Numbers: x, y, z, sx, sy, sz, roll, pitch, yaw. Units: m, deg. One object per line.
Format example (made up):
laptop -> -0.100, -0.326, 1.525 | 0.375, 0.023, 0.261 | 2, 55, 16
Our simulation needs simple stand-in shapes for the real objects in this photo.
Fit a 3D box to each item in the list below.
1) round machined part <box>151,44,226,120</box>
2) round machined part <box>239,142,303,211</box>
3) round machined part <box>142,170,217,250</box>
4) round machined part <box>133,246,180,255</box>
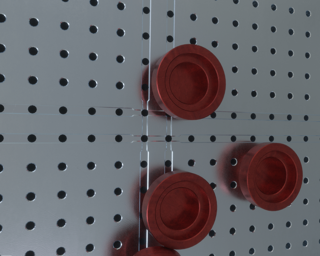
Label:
round machined part -> 0.035, -0.059, 0.416 | 0.099, 0.042, 0.097 | 0, 90, -20
round machined part -> 0.159, 0.070, 0.462 | 0.099, 0.042, 0.097 | 0, 90, -20
round machined part -> 0.023, 0.105, 0.412 | 0.099, 0.042, 0.097 | 0, 90, -21
round machined part -> -0.004, 0.186, 0.386 | 0.099, 0.042, 0.097 | -3, 122, -4
